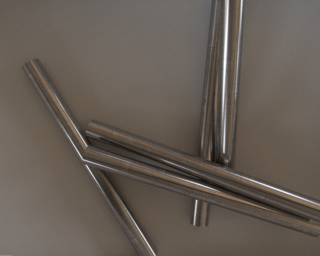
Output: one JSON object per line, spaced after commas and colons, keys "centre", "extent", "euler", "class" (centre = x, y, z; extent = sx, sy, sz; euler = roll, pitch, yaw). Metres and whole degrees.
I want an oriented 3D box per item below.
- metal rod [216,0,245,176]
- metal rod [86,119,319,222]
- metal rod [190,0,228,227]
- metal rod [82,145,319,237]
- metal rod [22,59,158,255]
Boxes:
{"centre": [0.078, -0.065, 0.349], "extent": [0.025, 0.025, 0.298], "euler": [-4, 116, 0], "class": "metal rod"}
{"centre": [0.048, 0.049, 0.387], "extent": [0.301, 0.025, 0.025], "euler": [19, 90, 9], "class": "metal rod"}
{"centre": [0.067, -0.021, 0.411], "extent": [0.025, 0.025, 0.298], "euler": [6, 90, 0], "class": "metal rod"}
{"centre": [0.052, 0.078, 0.385], "extent": [0.302, 0.025, 0.025], "euler": [18, 90, 0], "class": "metal rod"}
{"centre": [-0.092, 0.043, 0.410], "extent": [0.025, 0.025, 0.299], "euler": [-32, 90, 0], "class": "metal rod"}
